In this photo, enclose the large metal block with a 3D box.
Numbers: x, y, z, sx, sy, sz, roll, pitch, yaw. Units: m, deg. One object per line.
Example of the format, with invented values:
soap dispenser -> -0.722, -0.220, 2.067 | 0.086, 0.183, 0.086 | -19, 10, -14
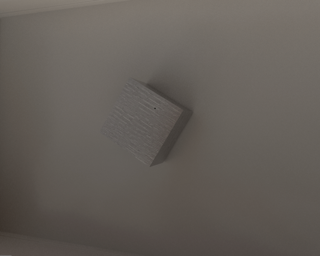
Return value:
large metal block -> -0.017, -0.008, 0.400 | 0.080, 0.050, 0.080 | 33, 100, 16
